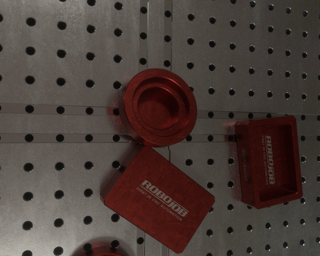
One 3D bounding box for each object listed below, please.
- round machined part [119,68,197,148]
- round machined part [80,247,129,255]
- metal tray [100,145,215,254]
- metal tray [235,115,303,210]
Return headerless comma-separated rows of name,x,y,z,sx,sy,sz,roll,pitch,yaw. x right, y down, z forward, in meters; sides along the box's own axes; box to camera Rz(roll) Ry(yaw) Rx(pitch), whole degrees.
round machined part,-0.005,-0.023,0.395,0.099,0.042,0.098,6,75,-23
round machined part,-0.069,0.202,0.379,0.099,0.042,0.097,0,90,-21
metal tray,-0.001,0.093,0.411,0.130,0.030,0.090,39,77,-16
metal tray,0.168,0.049,0.473,0.091,0.030,0.129,-7,93,-20
